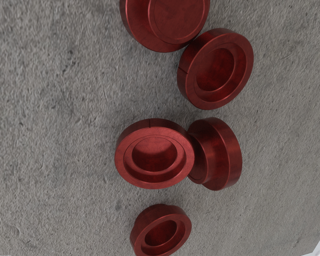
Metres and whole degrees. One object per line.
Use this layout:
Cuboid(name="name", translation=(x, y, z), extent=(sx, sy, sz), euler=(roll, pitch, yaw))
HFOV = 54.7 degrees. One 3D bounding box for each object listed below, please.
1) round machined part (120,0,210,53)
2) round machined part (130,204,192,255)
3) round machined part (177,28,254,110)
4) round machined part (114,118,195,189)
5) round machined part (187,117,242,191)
Cuboid(name="round machined part", translation=(0.011, -0.126, 0.324), extent=(0.099, 0.042, 0.097), euler=(-14, 124, -21))
Cuboid(name="round machined part", translation=(-0.002, 0.160, 0.494), extent=(0.099, 0.042, 0.097), euler=(-14, 124, -21))
Cuboid(name="round machined part", translation=(0.062, -0.074, 0.380), extent=(0.099, 0.042, 0.097), euler=(-18, 130, -22))
Cuboid(name="round machined part", translation=(-0.007, 0.028, 0.395), extent=(0.099, 0.042, 0.097), euler=(-2, 123, -3))
Cuboid(name="round machined part", translation=(0.060, 0.037, 0.414), extent=(0.042, 0.098, 0.097), euler=(-12, 124, -26))
